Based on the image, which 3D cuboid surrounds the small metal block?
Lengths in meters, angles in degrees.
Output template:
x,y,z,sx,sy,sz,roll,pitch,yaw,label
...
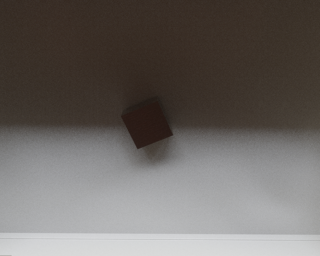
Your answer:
x,y,z,sx,sy,sz,roll,pitch,yaw,label
-0.016,-0.007,0.405,0.050,0.025,0.050,-22,109,7,small metal block
